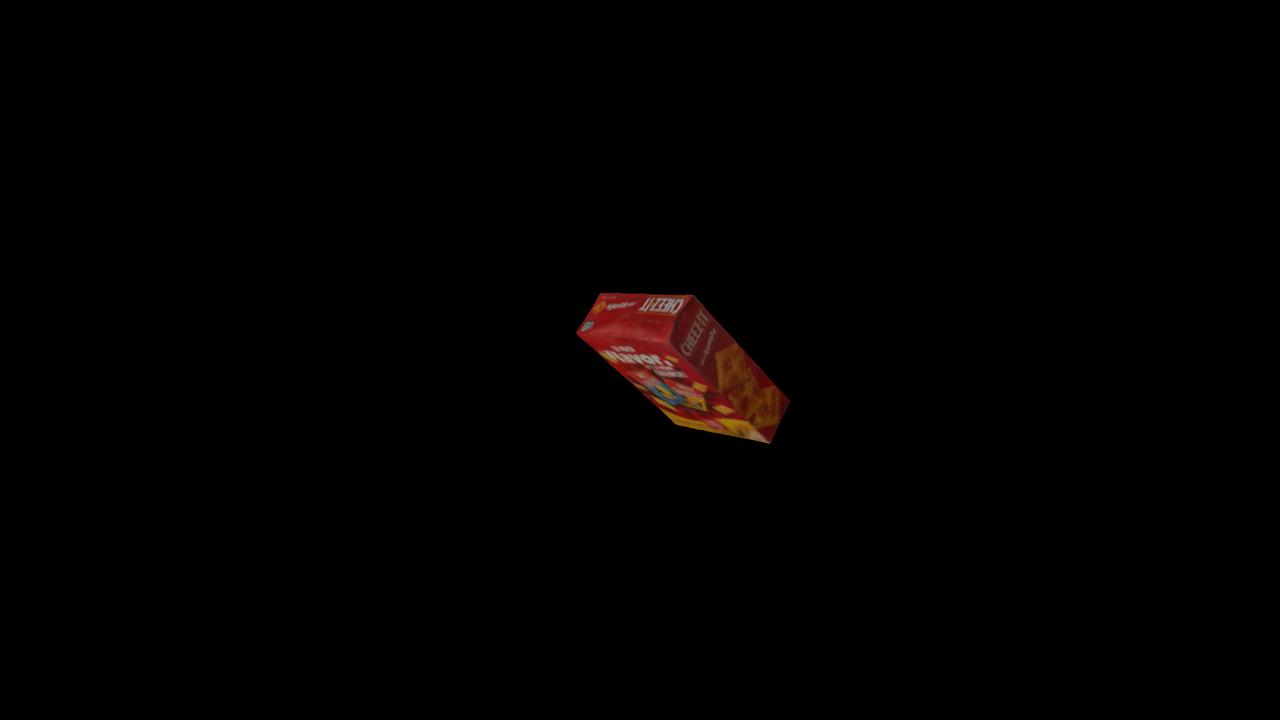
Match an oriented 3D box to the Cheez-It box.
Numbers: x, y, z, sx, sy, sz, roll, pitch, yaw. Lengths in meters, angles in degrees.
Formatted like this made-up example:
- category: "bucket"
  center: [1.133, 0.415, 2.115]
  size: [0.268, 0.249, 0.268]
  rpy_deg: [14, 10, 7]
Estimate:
- category: "Cheez-It box"
  center: [0.053, 0.010, 0.743]
  size: [0.166, 0.071, 0.223]
  rpy_deg: [6, -29, 49]
